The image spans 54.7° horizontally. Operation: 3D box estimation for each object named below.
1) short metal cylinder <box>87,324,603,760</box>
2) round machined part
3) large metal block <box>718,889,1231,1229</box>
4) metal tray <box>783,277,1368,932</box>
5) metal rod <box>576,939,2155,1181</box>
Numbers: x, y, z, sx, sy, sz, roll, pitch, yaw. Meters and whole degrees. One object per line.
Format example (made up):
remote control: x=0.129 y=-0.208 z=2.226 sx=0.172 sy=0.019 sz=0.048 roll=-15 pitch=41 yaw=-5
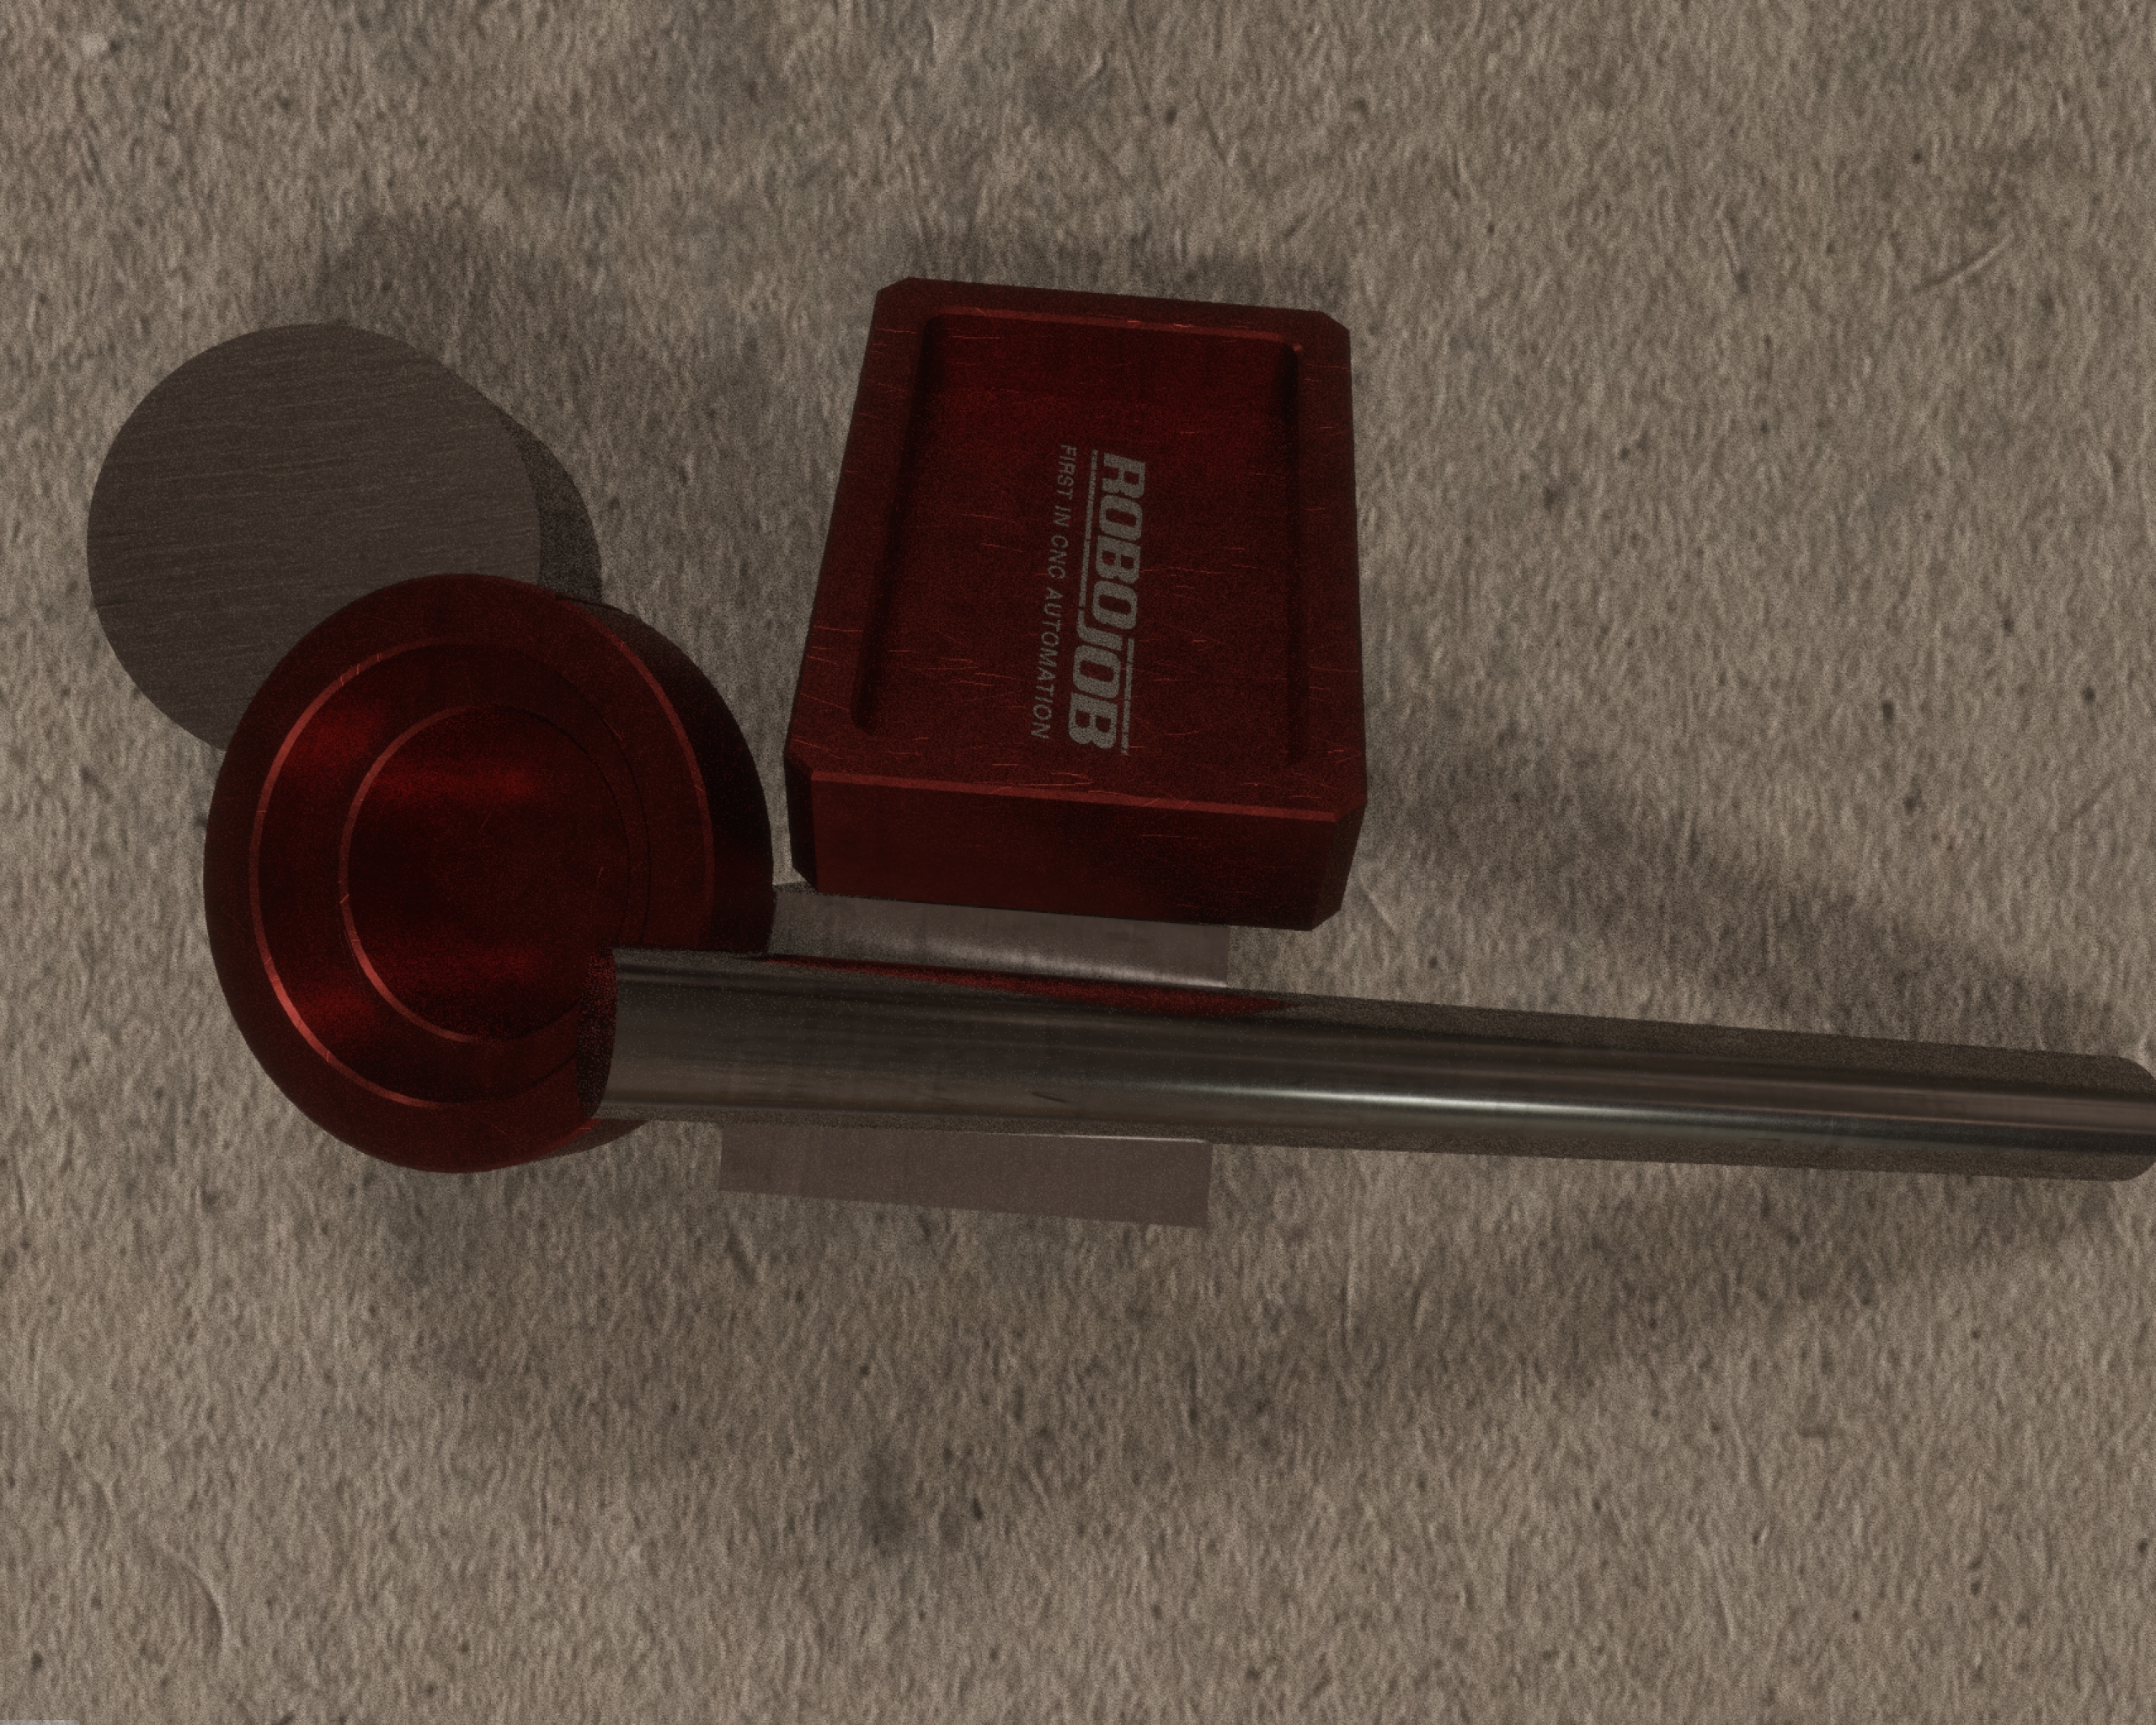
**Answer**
short metal cylinder: x=-0.136 y=-0.056 z=0.397 sx=0.081 sy=0.050 sz=0.079 roll=0 pitch=90 yaw=-1
round machined part: x=-0.095 y=0.002 z=0.357 sx=0.098 sy=0.042 sz=0.097 roll=0 pitch=89 yaw=19
large metal block: x=-0.017 y=0.032 z=0.383 sx=0.081 sy=0.080 sz=0.050 roll=5 pitch=90 yaw=-1
metal tray: x=0.003 y=-0.051 z=0.371 sx=0.091 sy=0.030 sz=0.130 roll=5 pitch=50 yaw=0
metal rod: x=0.070 y=0.037 z=0.353 sx=0.302 sy=0.025 sz=0.025 roll=6 pitch=90 yaw=-25
